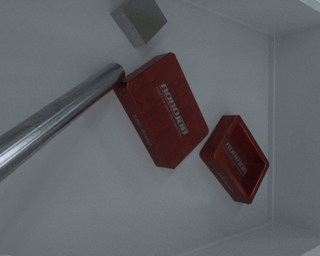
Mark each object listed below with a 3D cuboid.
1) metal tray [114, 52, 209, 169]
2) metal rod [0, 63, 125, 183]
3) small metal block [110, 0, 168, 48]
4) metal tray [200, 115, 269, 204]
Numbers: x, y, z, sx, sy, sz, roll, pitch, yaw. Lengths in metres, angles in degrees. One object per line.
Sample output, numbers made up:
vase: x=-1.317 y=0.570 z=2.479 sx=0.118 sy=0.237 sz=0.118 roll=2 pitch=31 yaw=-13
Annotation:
metal tray: x=0.007 y=-0.022 z=0.411 sx=0.090 sy=0.030 sz=0.130 roll=-42 pitch=116 yaw=-32
metal rod: x=-0.098 y=0.004 z=0.241 sx=0.025 sy=0.025 sz=0.301 roll=66 pitch=28 yaw=-20
small metal block: x=-0.025 y=-0.138 z=0.387 sx=0.050 sy=0.025 sz=0.050 roll=52 pitch=59 yaw=-28
metal tray: x=0.128 y=0.053 z=0.513 sx=0.130 sy=0.030 sz=0.090 roll=51 pitch=60 yaw=-28
